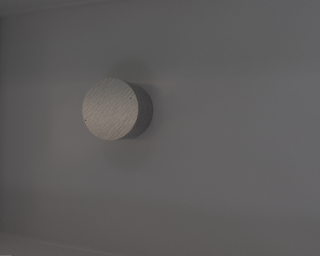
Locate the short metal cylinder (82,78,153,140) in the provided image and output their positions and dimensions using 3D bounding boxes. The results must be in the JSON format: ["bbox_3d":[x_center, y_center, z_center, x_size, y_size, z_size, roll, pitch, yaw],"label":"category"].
[{"bbox_3d":[-0.056,-0.024,0.417,0.080,0.050,0.080,0,90,20],"label":"short metal cylinder"}]
